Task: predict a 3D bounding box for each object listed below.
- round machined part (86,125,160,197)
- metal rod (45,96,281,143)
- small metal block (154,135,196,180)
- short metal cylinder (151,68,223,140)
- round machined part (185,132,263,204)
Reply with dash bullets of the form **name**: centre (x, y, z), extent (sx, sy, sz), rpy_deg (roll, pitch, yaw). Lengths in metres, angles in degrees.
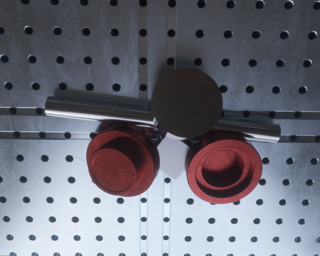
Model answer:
- **round machined part**: centre (-0.053, 0.048, 0.404), extent (0.098, 0.042, 0.097), rpy_deg (6, 112, 16)
- **metal rod**: centre (0.006, -0.011, 0.406), extent (0.302, 0.025, 0.025), rpy_deg (7, 110, -3)
- **small metal block**: centre (0.016, 0.034, 0.422), extent (0.050, 0.025, 0.050), rpy_deg (35, 106, -12)
- **short metal cylinder**: centre (0.029, -0.026, 0.371), extent (0.081, 0.050, 0.080), rpy_deg (0, 85, -4)
- **round machined part**: centre (0.083, 0.050, 0.417), extent (0.099, 0.042, 0.097), rpy_deg (-1, 113, -3)
